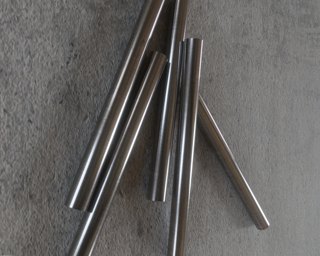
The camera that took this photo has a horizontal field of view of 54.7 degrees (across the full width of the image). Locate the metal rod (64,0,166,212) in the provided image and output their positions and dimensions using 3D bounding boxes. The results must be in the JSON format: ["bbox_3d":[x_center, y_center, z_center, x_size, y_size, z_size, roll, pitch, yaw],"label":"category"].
[{"bbox_3d":[-0.044,-0.052,0.367,0.025,0.025,0.299,30,72,-36],"label":"metal rod"}]

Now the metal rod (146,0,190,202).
[{"bbox_3d":[0.013,-0.055,0.415,0.025,0.025,0.298,12,83,-40],"label":"metal rod"}]

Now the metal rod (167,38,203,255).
[{"bbox_3d":[0.033,0.033,0.417,0.025,0.025,0.298,2,93,-40],"label":"metal rod"}]

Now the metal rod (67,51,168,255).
[{"bbox_3d":[-0.052,0.042,0.361,0.025,0.025,0.299,32,70,-36],"label":"metal rod"}]

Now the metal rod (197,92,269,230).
[{"bbox_3d":[0.112,0.059,0.498,0.025,0.025,0.299,-47,118,-30],"label":"metal rod"}]
